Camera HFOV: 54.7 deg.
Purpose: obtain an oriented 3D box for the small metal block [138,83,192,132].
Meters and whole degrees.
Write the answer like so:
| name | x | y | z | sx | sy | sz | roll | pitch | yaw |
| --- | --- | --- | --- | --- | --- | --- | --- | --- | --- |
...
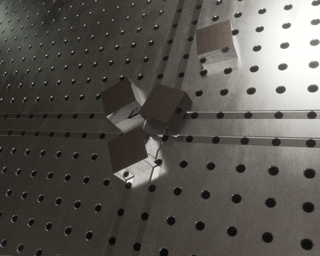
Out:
| name | x | y | z | sx | sy | sz | roll | pitch | yaw |
| --- | --- | --- | --- | --- | --- | --- | --- | --- | --- |
| small metal block | 0.007 | -0.028 | 0.421 | 0.050 | 0.025 | 0.050 | 22 | 73 | 35 |

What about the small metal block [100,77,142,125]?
| name | x | y | z | sx | sy | sz | roll | pitch | yaw |
| --- | --- | --- | --- | --- | --- | --- | --- | --- | --- |
| small metal block | -0.057 | -0.040 | 0.461 | 0.050 | 0.025 | 0.050 | -28 | 52 | 10 |

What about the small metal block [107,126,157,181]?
| name | x | y | z | sx | sy | sz | roll | pitch | yaw |
| --- | --- | --- | --- | --- | --- | --- | --- | --- | --- |
| small metal block | -0.037 | 0.033 | 0.406 | 0.050 | 0.025 | 0.050 | -26 | 53 | 11 |

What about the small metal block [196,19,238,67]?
| name | x | y | z | sx | sy | sz | roll | pitch | yaw |
| --- | --- | --- | --- | --- | --- | --- | --- | --- | --- |
| small metal block | 0.080 | -0.120 | 0.439 | 0.050 | 0.025 | 0.050 | -12 | 57 | 21 |
